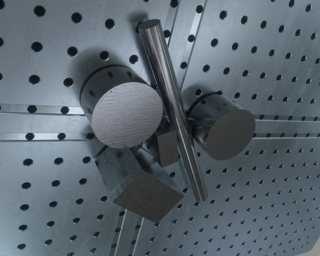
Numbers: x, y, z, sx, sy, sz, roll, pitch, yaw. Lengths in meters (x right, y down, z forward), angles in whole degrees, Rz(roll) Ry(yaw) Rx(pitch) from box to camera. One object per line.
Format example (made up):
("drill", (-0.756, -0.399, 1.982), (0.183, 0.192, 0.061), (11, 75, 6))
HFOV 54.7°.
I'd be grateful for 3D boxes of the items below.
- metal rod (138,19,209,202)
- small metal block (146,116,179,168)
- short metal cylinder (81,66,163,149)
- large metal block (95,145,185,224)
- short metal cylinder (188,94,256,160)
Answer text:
("metal rod", (0.028, 0.000, 0.422), (0.025, 0.025, 0.299), (-28, 128, -11))
("small metal block", (0.000, 0.014, 0.399), (0.025, 0.050, 0.050), (-20, 126, -17))
("short metal cylinder", (-0.044, -0.024, 0.352), (0.081, 0.050, 0.079), (-14, 124, -21))
("large metal block", (-0.027, 0.064, 0.395), (0.050, 0.080, 0.080), (-47, 129, 5))
("short metal cylinder", (0.086, -0.001, 0.436), (0.081, 0.050, 0.079), (-14, 124, -21))
